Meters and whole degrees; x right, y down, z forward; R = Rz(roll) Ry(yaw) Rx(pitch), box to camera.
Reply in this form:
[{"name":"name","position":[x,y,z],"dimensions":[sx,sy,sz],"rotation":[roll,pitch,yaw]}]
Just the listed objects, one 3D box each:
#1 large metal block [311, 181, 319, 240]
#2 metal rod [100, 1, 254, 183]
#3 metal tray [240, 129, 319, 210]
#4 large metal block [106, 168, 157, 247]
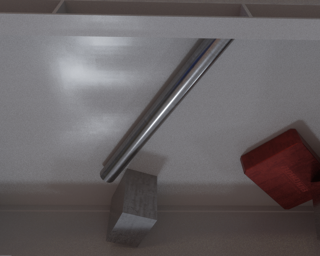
[{"name":"large metal block","position":[0.249,0.110,0.410],"dimensions":[0.050,0.080,0.080],"rotation":[1,166,-1]},{"name":"metal rod","position":[0.002,-0.023,0.389],"dimensions":[0.025,0.025,0.298],"rotation":[26,125,-21]},{"name":"metal tray","position":[0.195,0.067,0.466],"dimensions":[0.090,0.030,0.130],"rotation":[-35,122,26]},{"name":"large metal block","position":[-0.043,0.123,0.477],"dimensions":[0.050,0.080,0.079],"rotation":[18,128,-15]}]
